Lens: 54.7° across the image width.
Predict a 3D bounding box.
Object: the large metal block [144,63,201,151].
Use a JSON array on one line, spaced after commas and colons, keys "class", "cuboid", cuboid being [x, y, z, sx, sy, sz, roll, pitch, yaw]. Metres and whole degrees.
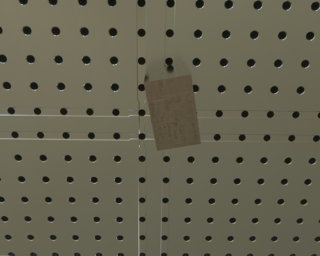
[{"class": "large metal block", "cuboid": [0.014, -0.029, 0.374, 0.050, 0.080, 0.079, -10, 110, 3]}]
